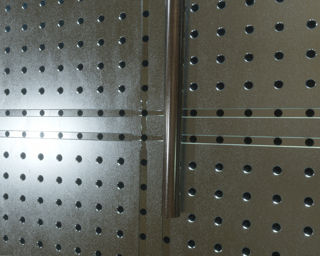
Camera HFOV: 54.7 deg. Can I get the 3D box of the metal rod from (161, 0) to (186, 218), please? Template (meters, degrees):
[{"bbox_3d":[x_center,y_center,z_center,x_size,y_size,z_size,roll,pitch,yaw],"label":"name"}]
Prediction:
[{"bbox_3d":[0.018,-0.035,0.405,0.025,0.025,0.298,2,91,19],"label":"metal rod"}]
